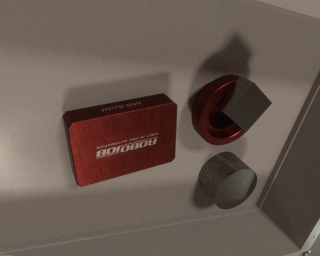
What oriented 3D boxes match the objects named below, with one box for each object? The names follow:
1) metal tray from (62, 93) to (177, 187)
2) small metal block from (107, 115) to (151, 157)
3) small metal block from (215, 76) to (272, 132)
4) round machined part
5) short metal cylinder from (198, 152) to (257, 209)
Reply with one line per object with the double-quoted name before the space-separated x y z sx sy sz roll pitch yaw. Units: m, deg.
"metal tray" -0.045 0.013 0.381 0.131 0.030 0.089 -13 124 -22
"small metal block" -0.040 0.006 0.392 0.050 0.025 0.050 -14 124 -21
"small metal block" 0.107 -0.030 0.397 0.050 0.025 0.050 34 99 -39
"round machined part" 0.086 -0.028 0.429 0.099 0.042 0.097 -14 125 -21
"short metal cylinder" 0.111 0.086 0.509 0.081 0.050 0.079 -14 125 -21
